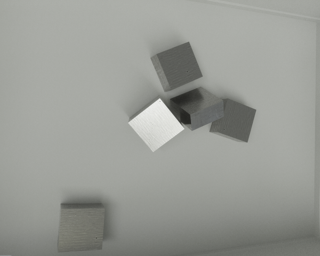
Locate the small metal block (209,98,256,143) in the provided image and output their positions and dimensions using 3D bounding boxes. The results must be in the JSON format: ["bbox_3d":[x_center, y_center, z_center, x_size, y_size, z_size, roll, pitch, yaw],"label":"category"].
[{"bbox_3d":[0.106,-0.010,0.449,0.050,0.025,0.050,19,84,-19],"label":"small metal block"}]

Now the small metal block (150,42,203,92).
[{"bbox_3d":[0.022,-0.082,0.418,0.050,0.025,0.050,-26,99,-18],"label":"small metal block"}]

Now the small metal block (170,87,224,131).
[{"bbox_3d":[0.049,-0.027,0.412,0.050,0.050,0.025,-23,127,-19],"label":"small metal block"}]

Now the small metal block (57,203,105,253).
[{"bbox_3d":[-0.096,0.119,0.375,0.050,0.025,0.050,4,89,-20],"label":"small metal block"}]

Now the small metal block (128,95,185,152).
[{"bbox_3d":[-0.005,-0.006,0.399,0.050,0.025,0.050,-37,104,8],"label":"small metal block"}]
